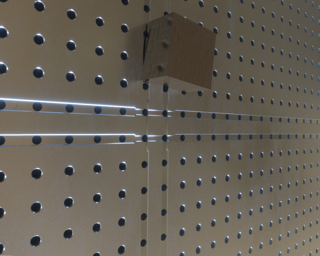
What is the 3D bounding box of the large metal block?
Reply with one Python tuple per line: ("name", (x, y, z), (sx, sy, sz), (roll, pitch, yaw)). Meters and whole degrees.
("large metal block", (0.027, -0.097, 0.417), (0.081, 0.050, 0.080), (10, 84, -40))
